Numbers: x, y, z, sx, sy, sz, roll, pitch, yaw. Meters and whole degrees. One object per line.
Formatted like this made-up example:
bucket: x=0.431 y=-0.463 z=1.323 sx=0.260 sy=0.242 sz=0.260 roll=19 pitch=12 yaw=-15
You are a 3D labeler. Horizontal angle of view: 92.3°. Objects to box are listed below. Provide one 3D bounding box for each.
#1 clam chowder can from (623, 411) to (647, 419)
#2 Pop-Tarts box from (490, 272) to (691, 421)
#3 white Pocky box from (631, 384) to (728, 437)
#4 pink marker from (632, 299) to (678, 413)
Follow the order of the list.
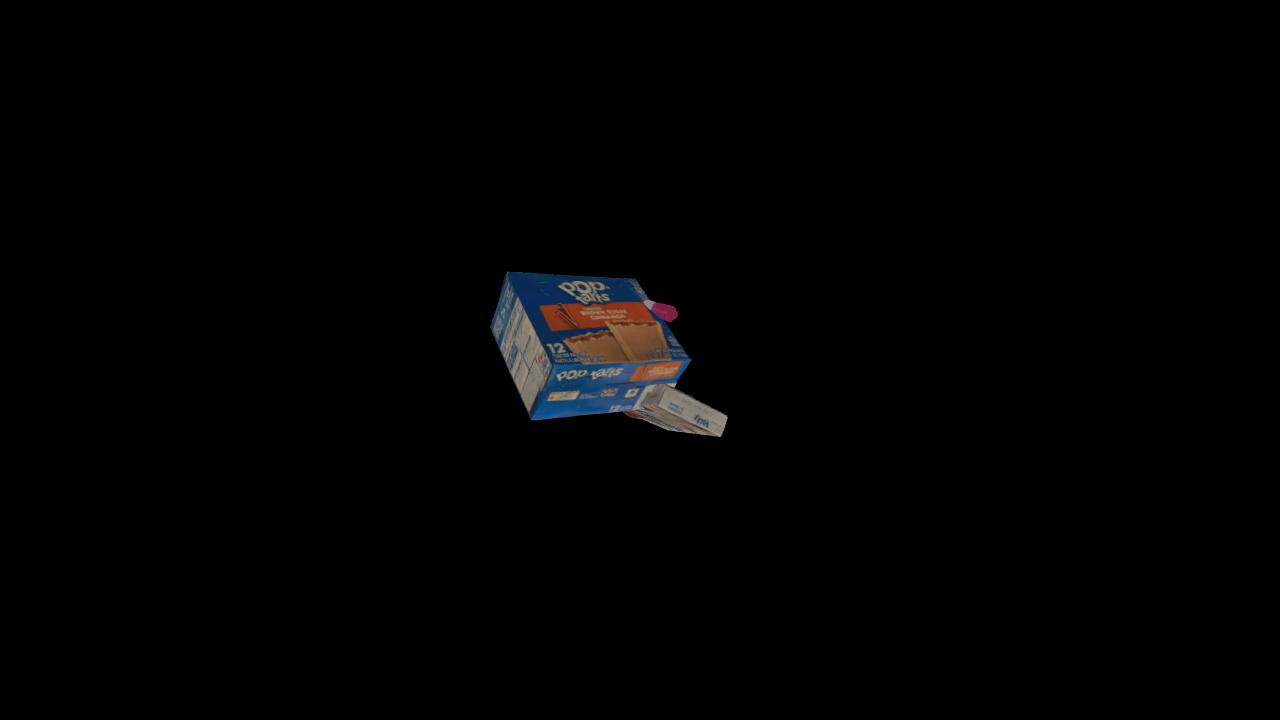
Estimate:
clam chowder can: x=0.005 y=0.012 z=0.759 sx=0.068 sy=0.102 sz=0.068 roll=-6 pitch=23 yaw=2
Pop-Tarts box: x=-0.055 y=-0.019 z=0.666 sx=0.167 sy=0.083 sz=0.141 roll=-2 pitch=45 yaw=-36
white Pocky box: x=0.031 y=0.058 z=0.712 sx=0.084 sy=0.028 sz=0.154 roll=26 pitch=-12 yaw=-16
pink marker: x=-0.009 y=-0.066 z=0.712 sx=0.121 sy=0.020 sz=0.020 roll=19 pitch=10 yaw=32
